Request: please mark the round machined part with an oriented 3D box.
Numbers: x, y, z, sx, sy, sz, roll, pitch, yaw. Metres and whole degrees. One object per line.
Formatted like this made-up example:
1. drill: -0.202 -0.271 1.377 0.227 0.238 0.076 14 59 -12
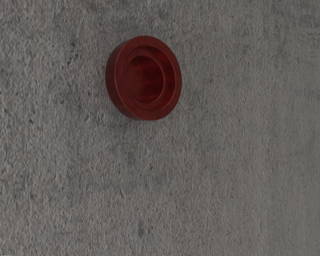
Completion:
1. round machined part: -0.023 -0.057 0.373 0.099 0.042 0.097 0 90 -40
